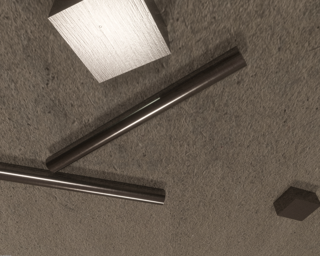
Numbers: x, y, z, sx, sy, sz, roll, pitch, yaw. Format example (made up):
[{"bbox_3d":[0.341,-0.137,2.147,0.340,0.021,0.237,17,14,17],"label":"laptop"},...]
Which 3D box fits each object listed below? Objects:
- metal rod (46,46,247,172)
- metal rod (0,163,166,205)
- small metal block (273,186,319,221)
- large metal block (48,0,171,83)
[{"bbox_3d":[-0.033,-0.013,0.395,0.300,0.025,0.025,-28,125,21],"label":"metal rod"},{"bbox_3d":[-0.140,0.084,0.476,0.302,0.025,0.025,11,129,-10],"label":"metal rod"},{"bbox_3d":[0.229,0.128,0.520,0.050,0.025,0.050,16,128,-14],"label":"small metal block"},{"bbox_3d":[-0.044,-0.101,0.297,0.080,0.050,0.080,-19,136,15],"label":"large metal block"}]
